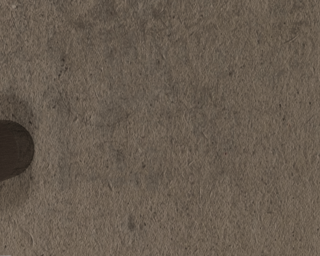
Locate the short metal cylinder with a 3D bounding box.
[{"bbox_3d":[-0.211,0.029,0.395,0.081,0.050,0.079,0,90,-1],"label":"short metal cylinder"}]
